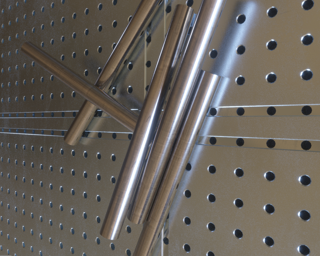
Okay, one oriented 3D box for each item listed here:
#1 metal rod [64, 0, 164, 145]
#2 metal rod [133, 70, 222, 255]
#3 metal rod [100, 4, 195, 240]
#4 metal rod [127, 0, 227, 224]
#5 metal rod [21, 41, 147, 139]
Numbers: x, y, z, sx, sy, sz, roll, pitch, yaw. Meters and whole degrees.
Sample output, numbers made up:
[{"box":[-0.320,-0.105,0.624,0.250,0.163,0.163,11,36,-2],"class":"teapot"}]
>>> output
[{"box":[-0.073,-0.086,0.467,0.025,0.025,0.298,51,120,27],"class":"metal rod"},{"box":[0.012,0.072,0.397,0.025,0.025,0.298,30,109,35],"class":"metal rod"},{"box":[-0.016,-0.006,0.387,0.025,0.025,0.298,20,92,38],"class":"metal rod"},{"box":[0.016,-0.017,0.368,0.025,0.025,0.298,31,109,35],"class":"metal rod"},{"box":[-0.107,-0.056,0.461,0.300,0.025,0.025,34,111,23],"class":"metal rod"}]
